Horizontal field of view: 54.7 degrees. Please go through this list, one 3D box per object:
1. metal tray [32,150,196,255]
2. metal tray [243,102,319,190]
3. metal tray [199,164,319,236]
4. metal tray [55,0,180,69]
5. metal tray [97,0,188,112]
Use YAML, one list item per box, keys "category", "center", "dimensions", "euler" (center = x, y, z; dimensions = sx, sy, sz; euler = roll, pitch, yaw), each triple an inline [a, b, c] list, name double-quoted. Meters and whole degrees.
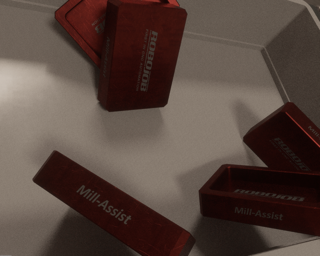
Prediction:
- category: "metal tray"
  center: [-0.035, 0.073, 0.269]
  dimensions: [0.130, 0.090, 0.030]
  euler: [27, 74, 19]
- category: "metal tray"
  center: [0.198, 0.036, 0.451]
  dimensions: [0.130, 0.090, 0.030]
  euler: [47, 51, 4]
- category: "metal tray"
  center: [0.121, 0.075, 0.351]
  dimensions: [0.091, 0.130, 0.030]
  euler: [-28, 115, -57]
- category: "metal tray"
  center: [-0.053, -0.148, 0.392]
  dimensions: [0.090, 0.130, 0.030]
  euler: [50, 6, -24]
- category: "metal tray"
  center: [-0.024, -0.086, 0.382]
  dimensions: [0.091, 0.129, 0.030]
  euler: [-8, 34, -32]
